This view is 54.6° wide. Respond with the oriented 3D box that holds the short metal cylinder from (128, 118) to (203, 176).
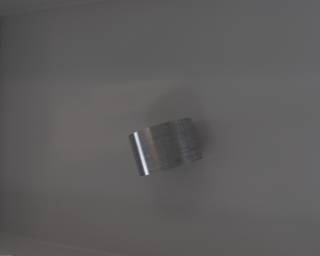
[{"bbox_3d":[0.007,0.024,0.379,0.080,0.080,0.050,-18,84,19],"label":"short metal cylinder"}]
